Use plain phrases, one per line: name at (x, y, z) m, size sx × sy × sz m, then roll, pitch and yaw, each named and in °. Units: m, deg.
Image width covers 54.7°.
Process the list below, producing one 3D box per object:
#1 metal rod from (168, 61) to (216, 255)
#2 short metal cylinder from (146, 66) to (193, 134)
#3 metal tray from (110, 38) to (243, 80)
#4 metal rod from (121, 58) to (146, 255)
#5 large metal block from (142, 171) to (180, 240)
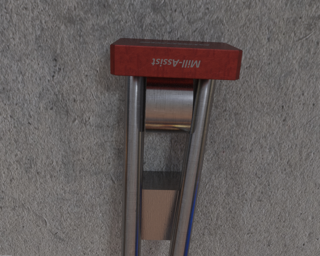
metal rod at (0.038, 0.063, 0.385) m, size 0.025 × 0.025 × 0.298 m, roll 8°, pitch 95°, yaw -3°
short metal cylinder at (0.009, -0.033, 0.370) m, size 0.050 × 0.080 × 0.079 m, roll 2°, pitch 110°, yaw -2°
metal tray at (0.016, -0.079, 0.347) m, size 0.131 × 0.090 × 0.030 m, roll 2°, pitch 110°, yaw -1°
metal rod at (-0.033, 0.060, 0.384) m, size 0.025 × 0.025 × 0.298 m, roll 2°, pitch 95°, yaw -1°
large metal block at (0.002, 0.108, 0.435) m, size 0.081 × 0.050 × 0.079 m, roll 2°, pitch 110°, yaw -1°
